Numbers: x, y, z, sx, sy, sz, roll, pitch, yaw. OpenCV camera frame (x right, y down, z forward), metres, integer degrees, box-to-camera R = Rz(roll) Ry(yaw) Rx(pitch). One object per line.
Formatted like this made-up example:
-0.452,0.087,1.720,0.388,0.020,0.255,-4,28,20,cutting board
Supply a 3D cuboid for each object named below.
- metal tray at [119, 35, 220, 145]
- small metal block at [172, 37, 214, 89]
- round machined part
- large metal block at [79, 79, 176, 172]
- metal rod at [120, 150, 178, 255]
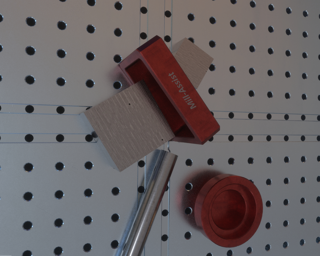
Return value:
0.009,-0.041,0.382,0.030,0.090,0.130,-39,103,-16,metal tray
0.038,-0.087,0.428,0.050,0.025,0.050,33,79,-18,small metal block
0.093,0.114,0.440,0.099,0.042,0.097,0,90,-21,round machined part
-0.041,-0.004,0.385,0.080,0.050,0.080,-33,101,-17,large metal block
-0.041,0.172,0.398,0.025,0.025,0.299,24,82,-19,metal rod
